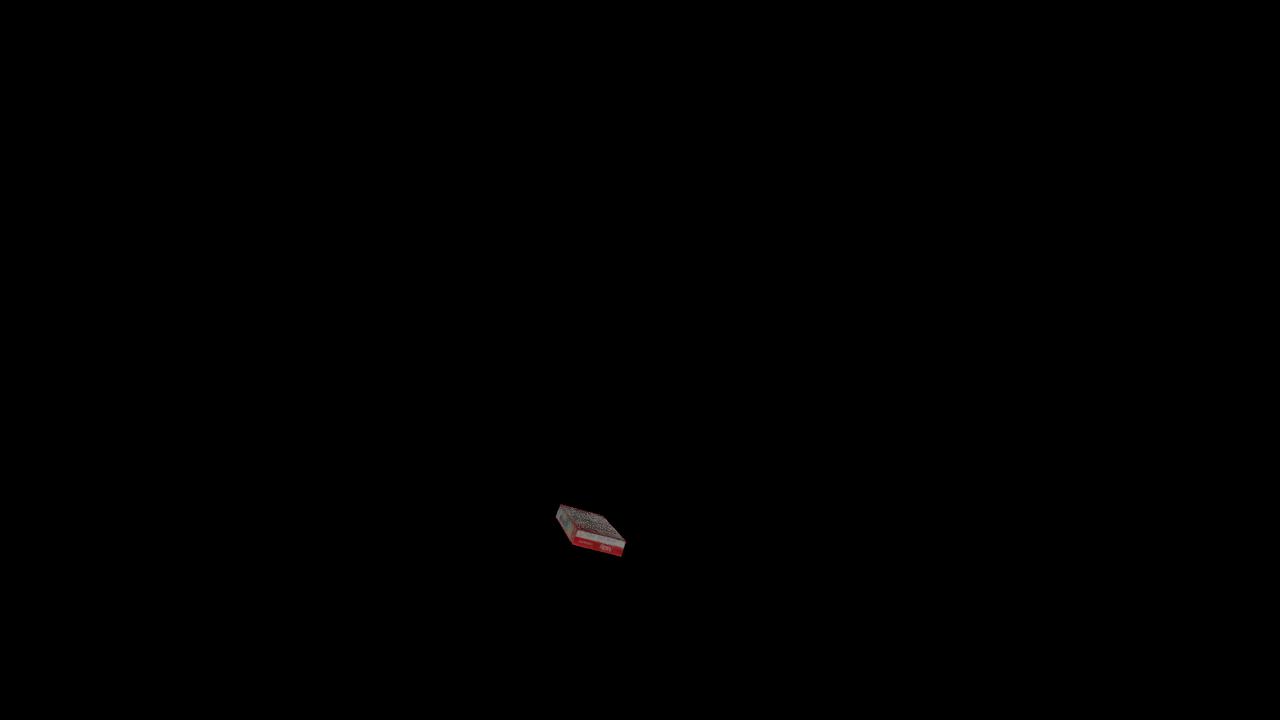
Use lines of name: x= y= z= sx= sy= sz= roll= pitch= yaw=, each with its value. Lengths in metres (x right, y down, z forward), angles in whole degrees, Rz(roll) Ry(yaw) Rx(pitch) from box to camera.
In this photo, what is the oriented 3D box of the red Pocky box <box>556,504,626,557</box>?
red Pocky box: x=-0.082 y=0.271 z=0.987 sx=0.083 sy=0.028 sz=0.155 roll=19 pitch=-4 yaw=-16
